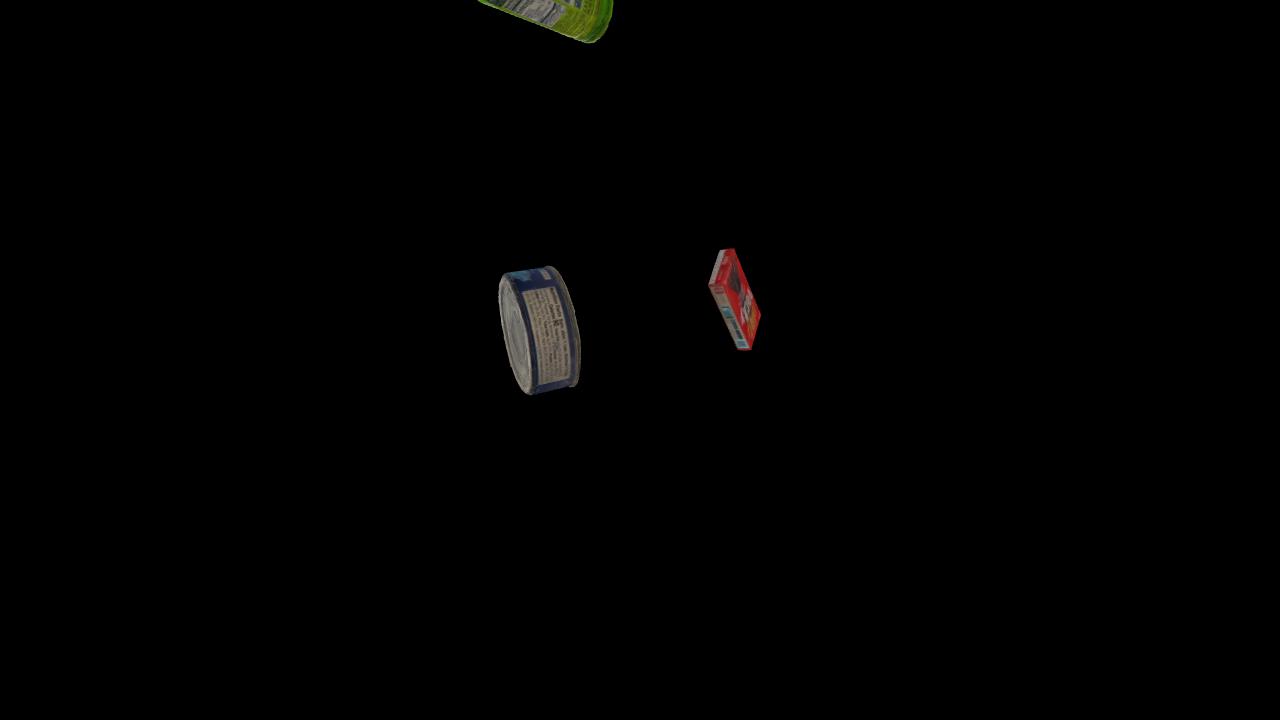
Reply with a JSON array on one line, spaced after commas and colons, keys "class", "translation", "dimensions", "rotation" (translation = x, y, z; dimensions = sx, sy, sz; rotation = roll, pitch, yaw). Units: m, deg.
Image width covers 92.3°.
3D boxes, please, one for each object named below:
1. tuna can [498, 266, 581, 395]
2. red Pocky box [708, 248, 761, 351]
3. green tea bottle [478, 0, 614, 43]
[{"class": "tuna can", "translation": [-0.069, -0.019, 0.413], "dimensions": [0.034, 0.084, 0.084], "rotation": [-12, 4, -21]}, {"class": "red Pocky box", "translation": [0.154, -0.095, 0.983], "dimensions": [0.028, 0.083, 0.155], "rotation": [-3, -41, 30]}, {"class": "green tea bottle", "translation": [-0.127, -0.400, 0.645], "dimensions": [0.212, 0.073, 0.073], "rotation": [-3, 2, -44]}]
